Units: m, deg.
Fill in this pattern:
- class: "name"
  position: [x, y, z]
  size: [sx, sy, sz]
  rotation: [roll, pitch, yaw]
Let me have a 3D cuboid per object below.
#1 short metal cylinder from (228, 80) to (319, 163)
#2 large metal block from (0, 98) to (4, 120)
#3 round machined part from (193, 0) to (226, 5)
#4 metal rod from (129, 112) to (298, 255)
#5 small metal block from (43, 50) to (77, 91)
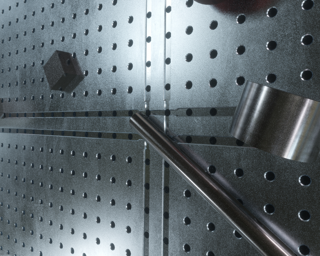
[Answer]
- class: "short metal cylinder"
  position: [0.110, -0.008, 0.282]
  size: [0.080, 0.081, 0.050]
  rotation: [26, 107, 36]
- class: "large metal block"
  position: [-0.423, -0.036, 0.717]
  size: [0.080, 0.081, 0.050]
  rotation: [-18, 79, 38]
- class: "round machined part"
  position: [0.065, -0.187, 0.343]
  size: [0.098, 0.042, 0.097]
  rotation: [0, 90, 39]
- class: "metal rod"
  position: [0.062, 0.075, 0.357]
  size: [0.300, 0.025, 0.025]
  rotation: [42, 116, 31]
- class: "small metal block"
  position: [-0.180, -0.102, 0.554]
  size: [0.050, 0.025, 0.050]
  rotation: [-37, 67, 33]
